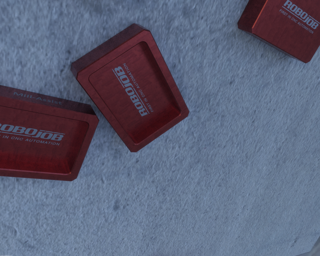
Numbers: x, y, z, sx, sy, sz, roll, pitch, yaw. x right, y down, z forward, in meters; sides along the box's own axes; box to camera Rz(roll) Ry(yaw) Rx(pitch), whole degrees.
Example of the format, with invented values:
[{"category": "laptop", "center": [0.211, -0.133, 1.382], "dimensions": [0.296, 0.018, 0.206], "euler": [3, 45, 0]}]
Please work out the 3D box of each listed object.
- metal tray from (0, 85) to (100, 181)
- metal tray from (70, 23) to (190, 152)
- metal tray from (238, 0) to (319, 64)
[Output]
[{"category": "metal tray", "center": [-0.142, 0.008, 0.331], "dimensions": [0.131, 0.030, 0.089], "euler": [12, 112, -34]}, {"category": "metal tray", "center": [-0.029, -0.042, 0.363], "dimensions": [0.090, 0.030, 0.130], "euler": [-35, 129, -5]}, {"category": "metal tray", "center": [0.174, -0.149, 0.409], "dimensions": [0.131, 0.030, 0.089], "euler": [13, 112, -34]}]
